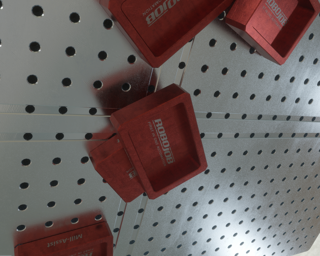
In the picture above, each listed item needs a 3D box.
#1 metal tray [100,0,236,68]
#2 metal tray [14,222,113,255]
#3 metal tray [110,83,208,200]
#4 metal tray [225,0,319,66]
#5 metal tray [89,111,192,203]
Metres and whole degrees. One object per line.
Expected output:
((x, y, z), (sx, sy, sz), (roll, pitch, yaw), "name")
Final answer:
((0.015, -0.139, 0.330), (0.130, 0.030, 0.090), (-41, 130, 0), "metal tray")
((-0.136, 0.196, 0.455), (0.131, 0.030, 0.089), (-9, 123, -24), "metal tray")
((0.004, 0.020, 0.384), (0.091, 0.030, 0.129), (-28, 128, -11), "metal tray")
((0.144, -0.140, 0.381), (0.131, 0.030, 0.090), (14, 112, -50), "metal tray")
((-0.016, 0.033, 0.421), (0.130, 0.030, 0.090), (-35, 129, -6), "metal tray")
